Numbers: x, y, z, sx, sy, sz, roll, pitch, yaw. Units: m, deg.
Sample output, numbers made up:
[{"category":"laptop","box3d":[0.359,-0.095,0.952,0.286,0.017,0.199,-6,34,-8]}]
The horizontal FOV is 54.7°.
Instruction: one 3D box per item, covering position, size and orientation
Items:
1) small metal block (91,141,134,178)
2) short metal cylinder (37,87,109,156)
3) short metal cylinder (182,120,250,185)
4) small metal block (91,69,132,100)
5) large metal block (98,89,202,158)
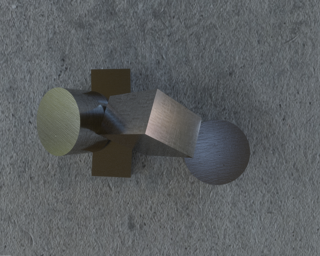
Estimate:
[{"category":"small metal block","box3d":[-0.062,0.038,0.410,0.050,0.025,0.050,3,90,-1]},{"category":"short metal cylinder","box3d":[-0.105,-0.008,0.379,0.080,0.050,0.079,1,91,35]},{"category":"short metal cylinder","box3d":[0.069,0.029,0.400,0.081,0.050,0.079,0,90,-1]},{"category":"small metal block","box3d":[-0.063,-0.051,0.410,0.050,0.025,0.050,-1,90,-1]},{"category":"large metal block","box3d":[-0.011,-0.002,0.365,0.080,0.080,0.050,29,68,-42]}]
